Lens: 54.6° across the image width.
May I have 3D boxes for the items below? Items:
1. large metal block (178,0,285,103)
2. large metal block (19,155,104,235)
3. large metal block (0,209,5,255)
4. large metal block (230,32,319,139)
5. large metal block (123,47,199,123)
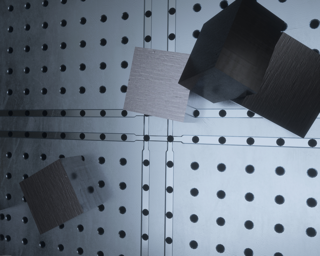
[{"bbox_3d":[0.071,-0.077,0.325,0.050,0.080,0.080,27,78,-17],"label":"large metal block"},{"bbox_3d":[-0.143,0.095,0.451,0.080,0.050,0.080,-30,80,17],"label":"large metal block"},{"bbox_3d":[-0.306,0.174,0.509,0.080,0.050,0.080,1,90,20],"label":"large metal block"},{"bbox_3d":[0.132,-0.047,0.335,0.080,0.050,0.080,26,100,-13],"label":"large metal block"},{"bbox_3d":[0.007,-0.054,0.397,0.080,0.050,0.080,13,94,19],"label":"large metal block"}]
